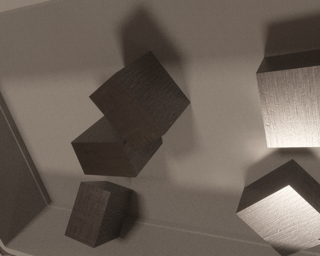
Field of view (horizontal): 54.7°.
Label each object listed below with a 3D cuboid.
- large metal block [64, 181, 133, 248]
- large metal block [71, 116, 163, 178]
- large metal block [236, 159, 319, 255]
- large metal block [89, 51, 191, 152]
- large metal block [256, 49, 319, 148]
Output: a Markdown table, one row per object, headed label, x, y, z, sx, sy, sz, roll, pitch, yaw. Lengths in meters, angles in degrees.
| label | x | y | z | sx | sy | sz | roll | pitch | yaw |
| --- | --- | --- | --- | --- | --- | --- | --- | --- | --- |
| large metal block | -0.091 | 0.128 | 0.477 | 0.050 | 0.080 | 0.080 | 15 | 86 | 19 |
| large metal block | -0.054 | 0.020 | 0.412 | 0.080 | 0.080 | 0.050 | -2 | 118 | 29 |
| large metal block | 0.154 | 0.097 | 0.371 | 0.080 | 0.050 | 0.080 | 43 | 129 | -2 |
| large metal block | -0.020 | -0.033 | 0.362 | 0.050 | 0.080 | 0.080 | -32 | 101 | 38 |
| large metal block | 0.144 | -0.029 | 0.299 | 0.080 | 0.050 | 0.080 | -3 | 117 | 29 |
